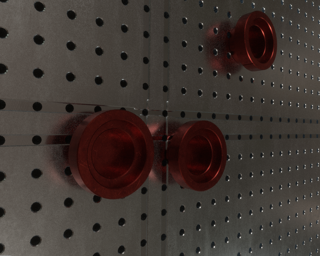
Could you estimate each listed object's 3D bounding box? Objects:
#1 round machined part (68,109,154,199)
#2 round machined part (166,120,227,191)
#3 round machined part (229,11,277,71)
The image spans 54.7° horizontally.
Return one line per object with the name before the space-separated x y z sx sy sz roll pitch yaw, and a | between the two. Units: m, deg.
round machined part | -0.057 0.028 0.352 0.099 0.042 0.097 0 90 -40
round machined part | 0.048 0.038 0.441 0.099 0.042 0.097 0 91 -40
round machined part | 0.156 -0.146 0.532 0.099 0.042 0.097 0 90 -40
